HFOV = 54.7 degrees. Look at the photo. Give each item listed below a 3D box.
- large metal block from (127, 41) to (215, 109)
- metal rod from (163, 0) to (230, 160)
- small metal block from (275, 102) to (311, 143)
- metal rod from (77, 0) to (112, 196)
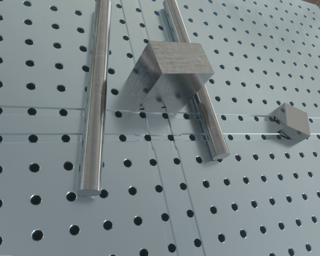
[{"bbox_3d":[0.012,-0.071,0.423,0.081,0.080,0.050,-7,65,-31],"label":"large metal block"},{"bbox_3d":[0.051,-0.092,0.491,0.025,0.025,0.299,0,62,-28],"label":"metal rod"},{"bbox_3d":[0.229,-0.009,0.537,0.050,0.025,0.050,22,54,-15],"label":"small metal block"},{"bbox_3d":[-0.081,-0.061,0.401,0.025,0.025,0.299,11,57,-22],"label":"metal rod"}]
